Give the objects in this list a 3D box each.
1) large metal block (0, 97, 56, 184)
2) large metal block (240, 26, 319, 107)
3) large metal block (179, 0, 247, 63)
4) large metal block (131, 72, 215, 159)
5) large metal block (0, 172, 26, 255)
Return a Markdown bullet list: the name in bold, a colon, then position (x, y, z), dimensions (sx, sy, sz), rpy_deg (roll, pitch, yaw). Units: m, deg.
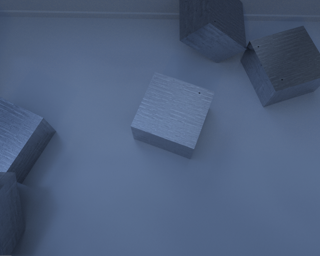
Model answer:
- **large metal block**: position (-0.194, 0.013, 0.389), dimensions (0.080, 0.050, 0.080), rpy_deg (25, 72, 8)
- **large metal block**: position (0.171, -0.085, 0.429), dimensions (0.081, 0.050, 0.080), rpy_deg (-17, 71, -7)
- **large metal block**: position (0.073, -0.149, 0.430), dimensions (0.080, 0.050, 0.080), rpy_deg (18, 64, -40)
- **large metal block**: position (0.017, -0.015, 0.402), dimensions (0.080, 0.050, 0.080), rpy_deg (20, 71, 7)
- **large metal block**: position (-0.203, 0.095, 0.338), dimensions (0.081, 0.050, 0.079), rpy_deg (1, 113, 0)
